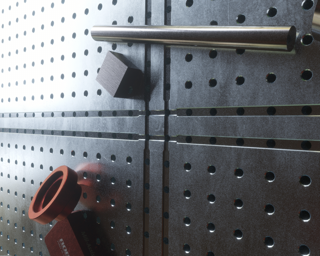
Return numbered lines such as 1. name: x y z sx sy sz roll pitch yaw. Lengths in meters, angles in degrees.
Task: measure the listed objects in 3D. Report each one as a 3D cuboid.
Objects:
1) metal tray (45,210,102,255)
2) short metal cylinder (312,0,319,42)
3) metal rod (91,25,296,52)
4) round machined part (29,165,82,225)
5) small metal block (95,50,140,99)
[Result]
1. metal tray: -0.141 0.217 0.519 0.090 0.030 0.130 -49 61 28
2. short metal cylinder: 0.164 -0.098 0.238 0.050 0.081 0.079 35 112 34
3. metal rod: 0.015 -0.118 0.395 0.300 0.025 0.025 15 100 38
4. round machined part: -0.168 0.114 0.513 0.098 0.042 0.098 -34 32 25
5. small metal block: -0.063 -0.079 0.459 0.050 0.025 0.050 44 116 31
